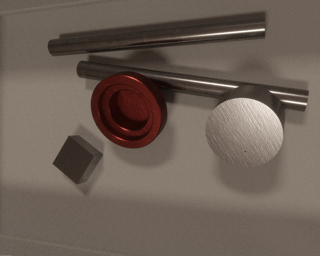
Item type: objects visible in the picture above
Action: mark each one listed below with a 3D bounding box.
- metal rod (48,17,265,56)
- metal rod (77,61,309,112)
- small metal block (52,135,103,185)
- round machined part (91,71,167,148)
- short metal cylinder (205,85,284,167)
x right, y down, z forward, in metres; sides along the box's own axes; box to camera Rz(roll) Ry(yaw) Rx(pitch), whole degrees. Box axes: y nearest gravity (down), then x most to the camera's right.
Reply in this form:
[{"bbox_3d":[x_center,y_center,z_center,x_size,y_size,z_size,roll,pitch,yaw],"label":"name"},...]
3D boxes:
[{"bbox_3d":[-0.018,-0.120,0.415,0.301,0.025,0.025,0,90,19],"label":"metal rod"},{"bbox_3d":[0.026,-0.058,0.400,0.301,0.025,0.025,11,94,19],"label":"metal rod"},{"bbox_3d":[-0.120,0.045,0.451,0.050,0.025,0.050,36,101,16],"label":"small metal block"},{"bbox_3d":[-0.036,-0.026,0.401,0.098,0.042,0.097,9,116,19],"label":"round machined part"},{"bbox_3d":[0.097,-0.003,0.349,0.080,0.050,0.079,9,115,20],"label":"short metal cylinder"}]
